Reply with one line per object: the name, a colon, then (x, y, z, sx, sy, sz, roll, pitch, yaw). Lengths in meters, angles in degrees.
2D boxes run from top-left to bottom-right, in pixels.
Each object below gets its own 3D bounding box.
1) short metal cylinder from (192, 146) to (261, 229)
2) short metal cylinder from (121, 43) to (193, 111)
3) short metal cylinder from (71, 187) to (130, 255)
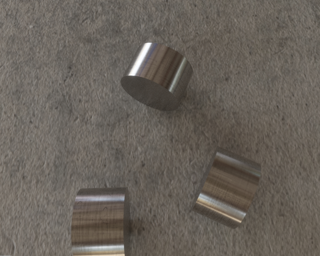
short metal cylinder: (0.075, 0.067, 0.355, 0.050, 0.080, 0.080, 23, 72, 8)
short metal cylinder: (-0.004, -0.064, 0.402, 0.080, 0.080, 0.050, 22, 72, 7)
short metal cylinder: (-0.061, 0.106, 0.339, 0.050, 0.080, 0.080, -2, 70, -1)
